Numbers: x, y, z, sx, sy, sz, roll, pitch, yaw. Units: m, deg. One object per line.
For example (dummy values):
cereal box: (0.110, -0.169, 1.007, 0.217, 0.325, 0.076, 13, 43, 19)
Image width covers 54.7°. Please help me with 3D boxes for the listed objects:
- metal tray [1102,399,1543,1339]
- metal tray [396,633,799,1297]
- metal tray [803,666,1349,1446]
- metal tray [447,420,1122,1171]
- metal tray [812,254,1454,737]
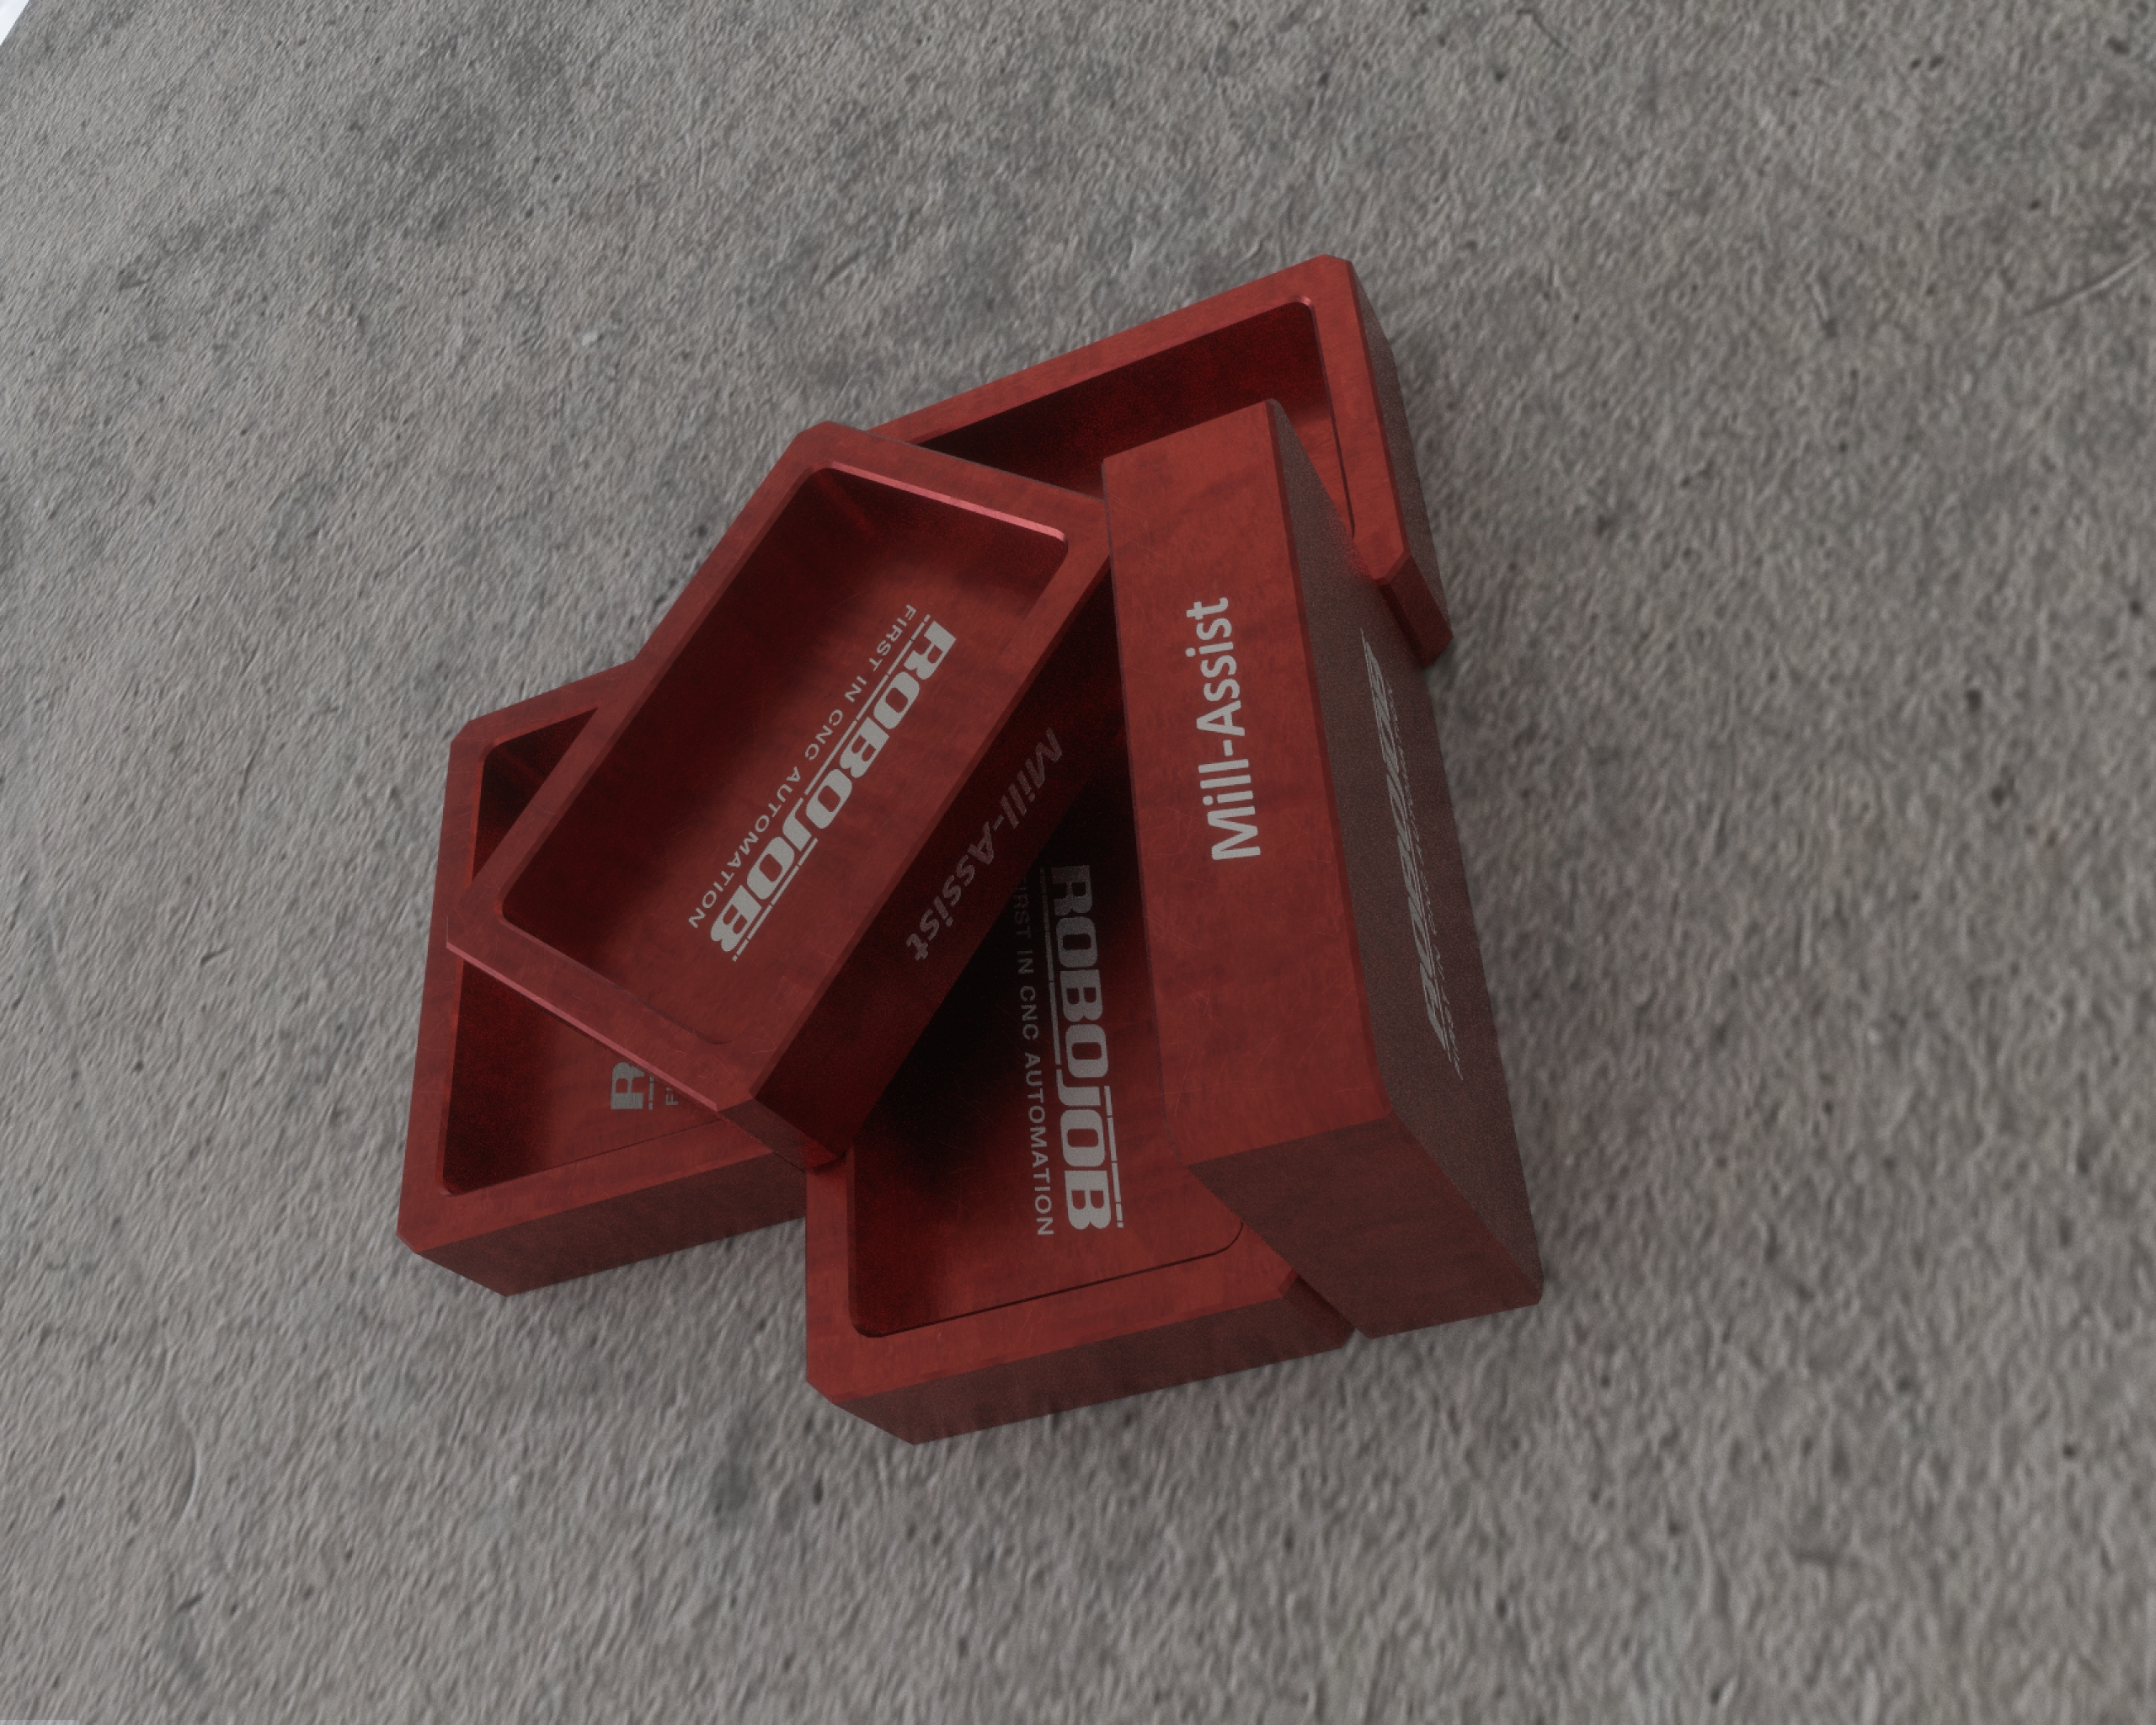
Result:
metal tray: (0.040, 0.001, 0.340, 0.030, 0.090, 0.130, -17, 55, 19)
metal tray: (-0.091, 0.017, 0.437, 0.090, 0.030, 0.130, -17, 55, 18)
metal tray: (-0.004, 0.032, 0.383, 0.090, 0.030, 0.130, -17, 55, 18)
metal tray: (-0.050, -0.018, 0.398, 0.090, 0.030, 0.130, 23, 74, 36)
metal tray: (0.005, -0.066, 0.437, 0.130, 0.030, 0.090, -17, 55, 18)
